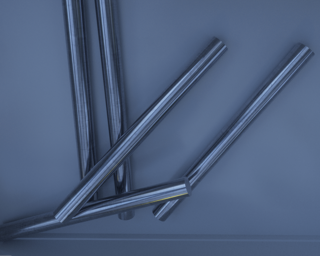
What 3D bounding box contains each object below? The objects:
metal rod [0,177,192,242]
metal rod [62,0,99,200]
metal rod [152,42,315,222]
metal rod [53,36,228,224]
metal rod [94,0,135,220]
[{"bbox_3d":[-0.103,0.116,0.425,0.301,0.025,0.025,-17,110,16],"label":"metal rod"},{"bbox_3d":[-0.100,-0.016,0.404,0.025,0.025,0.298,0,110,0],"label":"metal rod"},{"bbox_3d":[0.088,0.016,0.417,0.025,0.025,0.299,35,106,-12],"label":"metal rod"},{"bbox_3d":[-0.028,0.007,0.390,0.025,0.025,0.300,41,96,-14],"label":"metal rod"},{"bbox_3d":[-0.056,-0.011,0.406,0.025,0.025,0.298,-2,110,1],"label":"metal rod"}]
